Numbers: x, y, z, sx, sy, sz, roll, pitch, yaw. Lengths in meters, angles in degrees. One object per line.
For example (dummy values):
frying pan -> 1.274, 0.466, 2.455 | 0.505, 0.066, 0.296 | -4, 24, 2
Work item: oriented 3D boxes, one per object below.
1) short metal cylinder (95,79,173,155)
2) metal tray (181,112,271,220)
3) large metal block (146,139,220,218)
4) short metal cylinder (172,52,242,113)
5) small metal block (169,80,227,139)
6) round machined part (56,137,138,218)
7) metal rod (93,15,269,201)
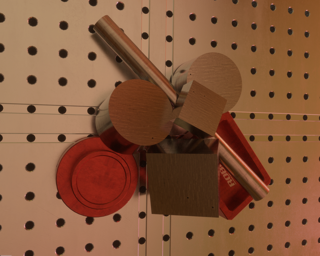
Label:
short metal cylinder -> -0.031, -0.012, 0.372 | 0.081, 0.050, 0.080 | 9, 70, -26
metal tray -> 0.089, 0.052, 0.439 | 0.090, 0.030, 0.130 | -38, 102, -16
large metal block -> 0.031, 0.059, 0.379 | 0.080, 0.050, 0.079 | 0, 107, 13
short metal cylinder -> 0.062, -0.057, 0.419 | 0.081, 0.050, 0.079 | 0, 90, -20
small metal block -> 0.046, -0.021, 0.370 | 0.050, 0.025, 0.050 | 28, 73, -18
round machined part -> -0.073, 0.059, 0.372 | 0.099, 0.042, 0.097 | 0, 90, -20
metal rod -> 0.030, -0.022, 0.394 | 0.300, 0.025, 0.025 | 46, 75, -5
